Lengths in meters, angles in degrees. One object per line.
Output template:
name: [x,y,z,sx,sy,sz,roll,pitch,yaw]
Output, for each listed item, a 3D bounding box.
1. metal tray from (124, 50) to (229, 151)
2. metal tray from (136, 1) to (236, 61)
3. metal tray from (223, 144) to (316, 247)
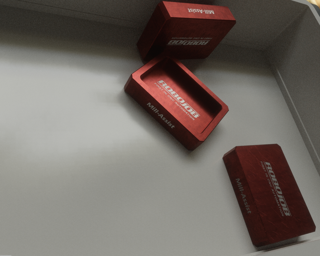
metal tray: [0.026,-0.042,0.441,0.130,0.030,0.090,43,51,2]
metal tray: [0.040,-0.144,0.472,0.131,0.090,0.030,-10,67,-33]
metal tray: [0.150,0.088,0.429,0.091,0.030,0.130,-1,62,-29]
